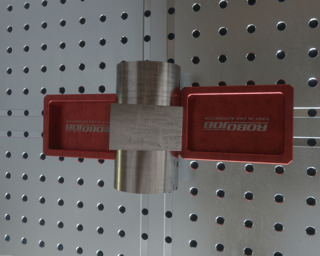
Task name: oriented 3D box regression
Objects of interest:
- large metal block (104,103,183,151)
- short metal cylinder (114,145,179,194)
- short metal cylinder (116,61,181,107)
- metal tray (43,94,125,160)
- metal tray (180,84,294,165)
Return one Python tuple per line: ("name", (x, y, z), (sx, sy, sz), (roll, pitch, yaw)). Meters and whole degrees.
("large metal block", (-0.024, -0.001, 0.376), (0.081, 0.080, 0.050), (2, 91, -14))
("short metal cylinder", (-0.017, 0.049, 0.389), (0.080, 0.080, 0.050), (2, 91, 20))
("short metal cylinder", (-0.015, -0.051, 0.388), (0.080, 0.080, 0.050), (2, 91, 20))
("metal tray", (-0.105, -0.003, 0.446), (0.130, 0.030, 0.089), (1, 90, 19))
("metal tray", (0.091, -0.005, 0.377), (0.130, 0.030, 0.089), (1, 90, 19))
